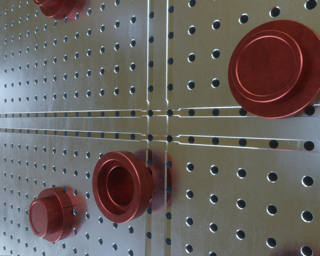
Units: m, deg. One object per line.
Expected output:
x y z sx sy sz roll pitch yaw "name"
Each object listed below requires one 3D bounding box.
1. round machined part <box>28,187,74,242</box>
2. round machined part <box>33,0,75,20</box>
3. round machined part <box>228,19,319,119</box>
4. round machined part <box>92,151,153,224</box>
-0.205 0.161 0.570 0.098 0.042 0.097 0 90 40 "round machined part"
-0.196 -0.251 0.562 0.098 0.042 0.097 0 90 40 "round machined part"
0.111 -0.058 0.307 0.098 0.042 0.097 0 90 40 "round machined part"
-0.049 0.081 0.440 0.098 0.042 0.097 0 90 40 "round machined part"
